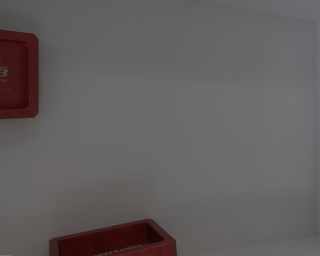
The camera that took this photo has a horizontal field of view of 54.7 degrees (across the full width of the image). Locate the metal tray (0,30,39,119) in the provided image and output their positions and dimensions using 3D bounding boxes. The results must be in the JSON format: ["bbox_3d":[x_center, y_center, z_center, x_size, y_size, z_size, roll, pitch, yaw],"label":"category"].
[{"bbox_3d":[-0.191,-0.054,0.305,0.131,0.030,0.089,-5,105,-39],"label":"metal tray"}]

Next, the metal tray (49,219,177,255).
[{"bbox_3d":[-0.056,0.143,0.355,0.131,0.090,0.030,-6,92,-20],"label":"metal tray"}]
